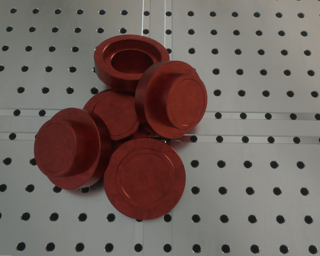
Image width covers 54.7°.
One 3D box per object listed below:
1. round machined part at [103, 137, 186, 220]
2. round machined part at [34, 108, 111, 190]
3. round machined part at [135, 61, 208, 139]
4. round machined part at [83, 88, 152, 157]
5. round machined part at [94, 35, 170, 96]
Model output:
[{"bbox_3d":[-0.018,0.059,0.368,0.099,0.042,0.097,1,81,-6],"label":"round machined part"},{"bbox_3d":[-0.110,0.024,0.367,0.098,0.042,0.097,-3,83,29],"label":"round machined part"},{"bbox_3d":[0.021,-0.034,0.384,0.042,0.098,0.098,15,64,49],"label":"round machined part"},{"bbox_3d":[-0.056,-0.010,0.404,0.099,0.042,0.098,0,70,-1],"label":"round machined part"},{"bbox_3d":[-0.038,-0.082,0.420,0.099,0.042,0.098,4,49,-4],"label":"round machined part"}]
